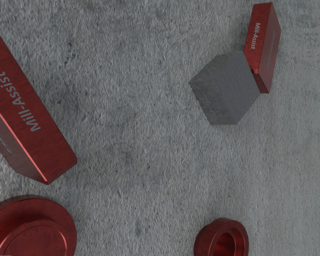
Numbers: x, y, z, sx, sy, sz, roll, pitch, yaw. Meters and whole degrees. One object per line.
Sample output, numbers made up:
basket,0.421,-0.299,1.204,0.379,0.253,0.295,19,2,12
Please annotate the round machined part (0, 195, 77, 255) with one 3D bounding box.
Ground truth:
round machined part,-0.124,0.115,0.291,0.099,0.042,0.097,0,90,-40

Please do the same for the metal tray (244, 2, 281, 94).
metal tray,0.176,-0.135,0.535,0.090,0.030,0.130,32,69,-55

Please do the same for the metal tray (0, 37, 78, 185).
metal tray,-0.130,-0.018,0.254,0.030,0.090,0.129,-40,115,-33

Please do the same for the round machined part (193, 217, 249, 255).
round machined part,0.089,0.185,0.472,0.099,0.042,0.097,0,90,-40

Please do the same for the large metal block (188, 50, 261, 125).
large metal block,0.101,-0.061,0.476,0.080,0.050,0.080,-46,118,-30
